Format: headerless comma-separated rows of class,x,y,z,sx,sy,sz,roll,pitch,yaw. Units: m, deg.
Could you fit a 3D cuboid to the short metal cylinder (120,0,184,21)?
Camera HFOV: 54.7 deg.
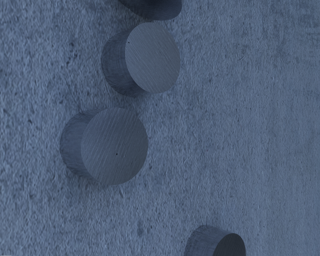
short metal cylinder,-0.006,-0.172,0.363,0.080,0.080,0.050,27,73,-37

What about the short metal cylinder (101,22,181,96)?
short metal cylinder,-0.022,-0.079,0.370,0.081,0.050,0.080,0,90,-40

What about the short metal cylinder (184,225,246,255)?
short metal cylinder,0.082,0.190,0.457,0.081,0.050,0.080,0,90,-40

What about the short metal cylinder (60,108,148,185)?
short metal cylinder,-0.060,0.019,0.338,0.081,0.050,0.080,0,90,-40
